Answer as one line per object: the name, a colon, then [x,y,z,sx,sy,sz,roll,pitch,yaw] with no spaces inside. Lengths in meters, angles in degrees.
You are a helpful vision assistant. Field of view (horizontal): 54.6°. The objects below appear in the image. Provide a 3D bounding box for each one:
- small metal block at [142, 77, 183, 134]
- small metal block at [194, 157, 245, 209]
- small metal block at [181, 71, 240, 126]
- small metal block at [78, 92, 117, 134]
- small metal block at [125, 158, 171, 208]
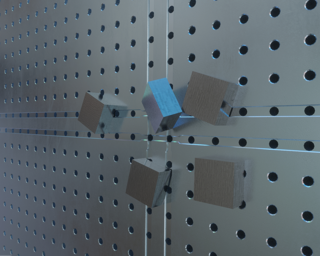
small metal block: [0.001,-0.028,0.394,0.050,0.025,0.050,116,133,-63]
small metal block: [0.067,0.060,0.355,0.050,0.025,0.050,3,92,40]
small metal block: [0.058,-0.035,0.363,0.050,0.025,0.050,26,106,37]
small metal block: [-0.101,-0.024,0.494,0.050,0.025,0.050,33,111,35]
small metal block: [-0.017,0.074,0.424,0.050,0.025,0.050,20,103,38]
